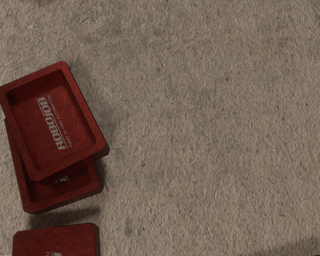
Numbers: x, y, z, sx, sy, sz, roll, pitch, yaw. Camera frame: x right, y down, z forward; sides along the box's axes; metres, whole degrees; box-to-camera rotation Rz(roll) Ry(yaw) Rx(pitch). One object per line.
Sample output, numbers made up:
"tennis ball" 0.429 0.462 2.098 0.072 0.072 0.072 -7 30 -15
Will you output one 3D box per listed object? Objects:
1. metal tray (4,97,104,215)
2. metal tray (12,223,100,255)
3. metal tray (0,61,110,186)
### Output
"metal tray" -0.134 0.032 0.391 0.091 0.030 0.130 -19 71 -7
"metal tray" -0.112 0.176 0.340 0.091 0.030 0.129 -6 70 -3
"metal tray" -0.129 -0.008 0.374 0.090 0.030 0.130 -27 72 -10
